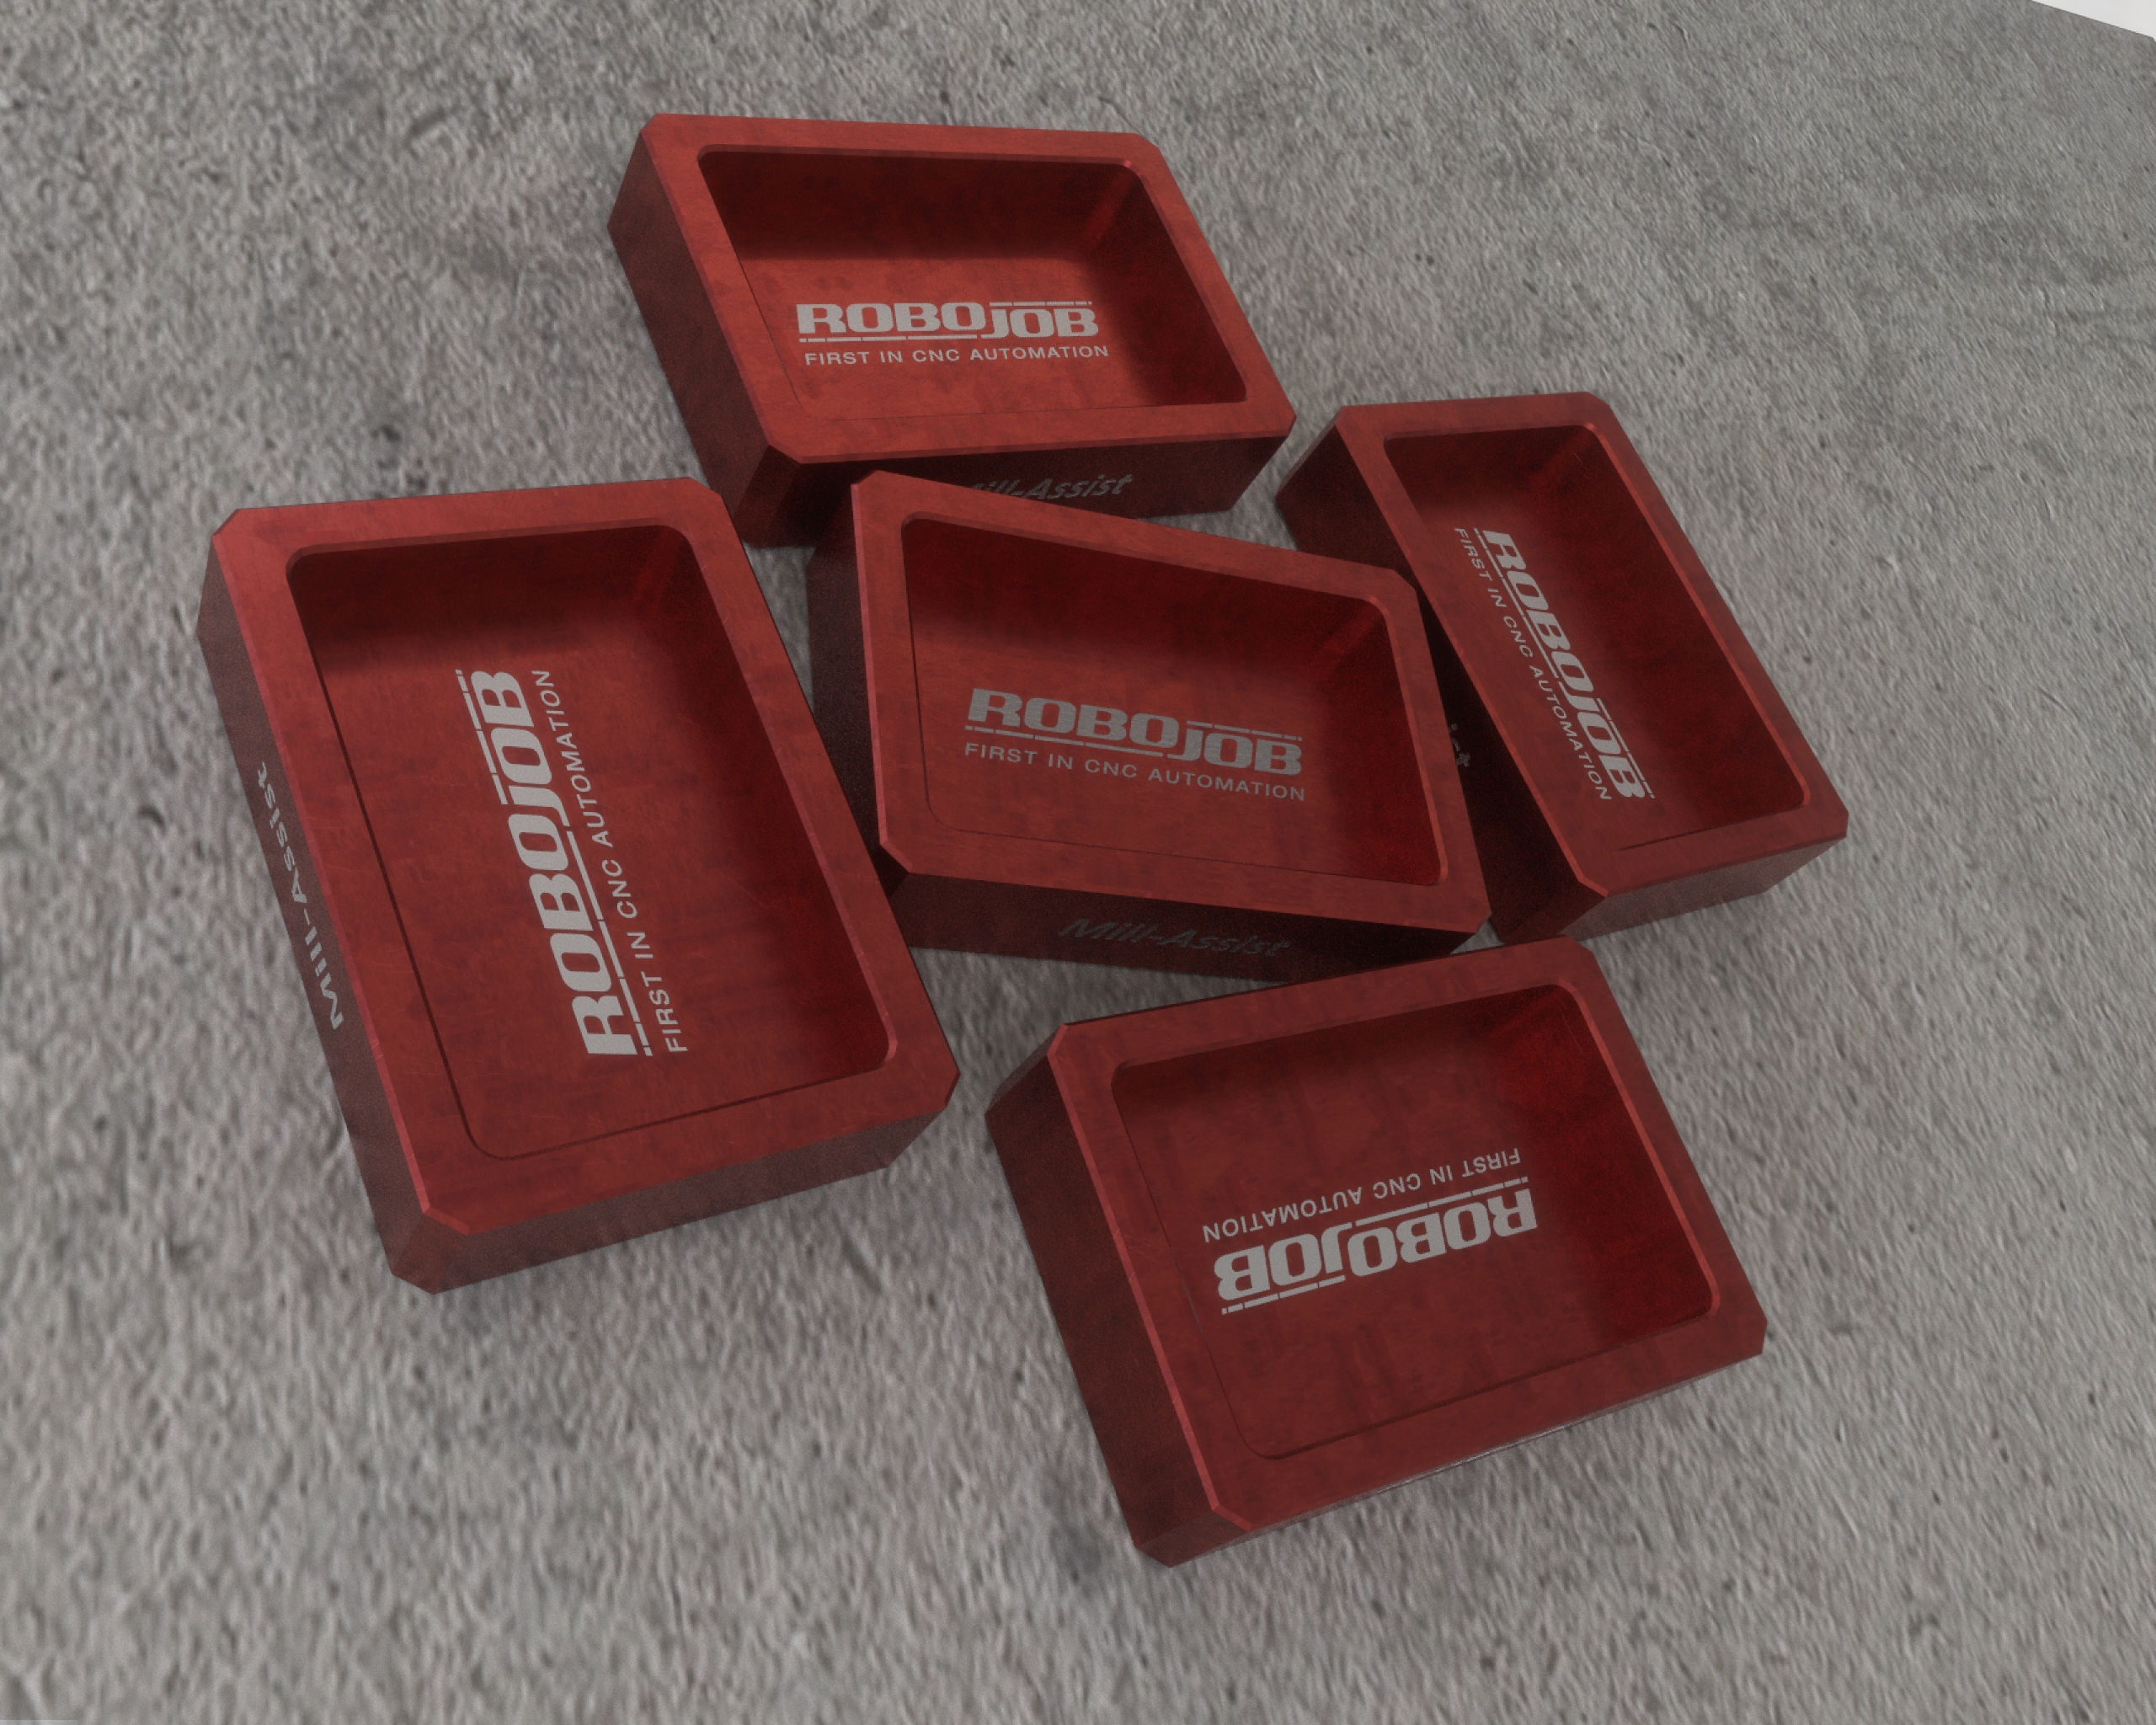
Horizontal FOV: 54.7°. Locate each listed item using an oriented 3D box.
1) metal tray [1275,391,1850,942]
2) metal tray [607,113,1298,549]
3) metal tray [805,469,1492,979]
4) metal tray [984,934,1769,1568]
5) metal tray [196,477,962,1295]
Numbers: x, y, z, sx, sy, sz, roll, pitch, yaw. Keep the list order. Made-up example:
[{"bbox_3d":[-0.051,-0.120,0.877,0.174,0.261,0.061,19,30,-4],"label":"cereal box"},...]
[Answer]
[{"bbox_3d":[0.113,-0.049,0.490,0.091,0.030,0.130,-11,68,-33],"label":"metal tray"},{"bbox_3d":[-0.026,-0.118,0.458,0.131,0.030,0.090,-11,67,-33],"label":"metal tray"},{"bbox_3d":[0.014,-0.025,0.422,0.131,0.030,0.090,7,59,-25],"label":"metal tray"},{"bbox_3d":[0.058,0.067,0.390,0.131,0.030,0.090,-8,66,-32],"label":"metal tray"},{"bbox_3d":[-0.086,-0.002,0.355,0.091,0.030,0.130,-11,68,-33],"label":"metal tray"}]
